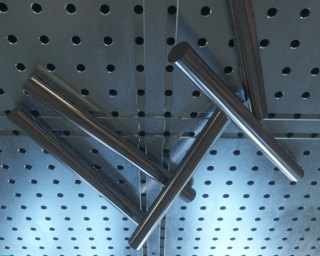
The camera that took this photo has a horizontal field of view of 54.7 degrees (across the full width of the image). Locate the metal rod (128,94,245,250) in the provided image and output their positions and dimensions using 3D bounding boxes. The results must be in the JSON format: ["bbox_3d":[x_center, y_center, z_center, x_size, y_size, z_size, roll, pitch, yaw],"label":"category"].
[{"bbox_3d":[0.026,0.077,0.448,0.025,0.025,0.298,21,118,-18],"label":"metal rod"}]

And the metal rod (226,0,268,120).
[{"bbox_3d":[0.078,-0.125,0.306,0.025,0.025,0.299,-15,129,12],"label":"metal rod"}]

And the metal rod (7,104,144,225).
[{"bbox_3d":[-0.105,0.076,0.474,0.025,0.025,0.300,-25,126,19],"label":"metal rod"}]

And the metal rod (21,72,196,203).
[{"bbox_3d":[-0.052,0.028,0.434,0.025,0.025,0.301,-35,122,26],"label":"metal rod"}]

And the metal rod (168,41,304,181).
[{"bbox_3d":[0.113,-0.001,0.383,0.025,0.025,0.301,-33,132,24],"label":"metal rod"}]
